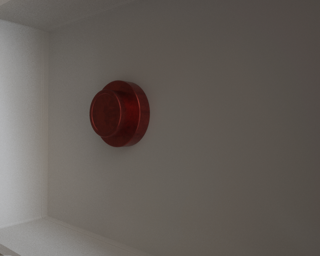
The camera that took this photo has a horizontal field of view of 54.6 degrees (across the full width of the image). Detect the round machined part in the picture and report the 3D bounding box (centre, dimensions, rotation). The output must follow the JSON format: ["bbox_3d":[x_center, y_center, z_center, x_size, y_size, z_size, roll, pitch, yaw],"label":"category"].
[{"bbox_3d":[-0.065,-0.020,0.451,0.098,0.042,0.097,0,90,40],"label":"round machined part"}]
